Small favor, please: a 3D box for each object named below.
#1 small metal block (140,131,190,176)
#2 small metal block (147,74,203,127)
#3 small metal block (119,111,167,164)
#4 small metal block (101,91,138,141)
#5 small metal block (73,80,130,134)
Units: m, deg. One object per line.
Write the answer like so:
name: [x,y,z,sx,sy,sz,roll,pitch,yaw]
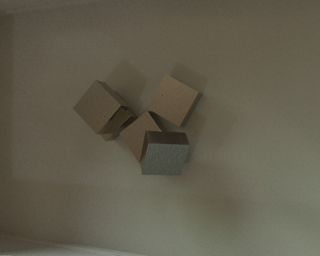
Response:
small metal block: [0.005,0.032,0.386,0.050,0.025,0.050,3,124,-13]
small metal block: [0.020,-0.035,0.403,0.050,0.025,0.050,32,100,17]
small metal block: [-0.017,0.012,0.416,0.050,0.025,0.050,-38,78,16]
small metal block: [-0.068,-0.017,0.433,0.050,0.025,0.050,-44,77,14]
small metal block: [-0.078,-0.027,0.410,0.050,0.025,0.050,45,103,14]
